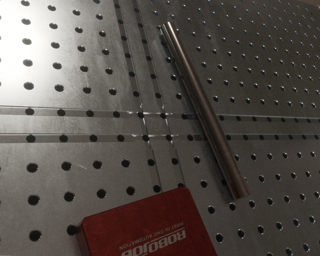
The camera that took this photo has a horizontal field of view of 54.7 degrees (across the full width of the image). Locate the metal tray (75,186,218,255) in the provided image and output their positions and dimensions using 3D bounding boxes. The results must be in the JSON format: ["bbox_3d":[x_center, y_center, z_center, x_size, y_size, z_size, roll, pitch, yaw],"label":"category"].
[{"bbox_3d":[-0.011,0.122,0.325,0.131,0.030,0.090,-10,67,-33],"label":"metal tray"}]

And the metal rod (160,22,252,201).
[{"bbox_3d":[0.062,-0.038,0.466,0.025,0.025,0.299,-7,65,-32],"label":"metal rod"}]
